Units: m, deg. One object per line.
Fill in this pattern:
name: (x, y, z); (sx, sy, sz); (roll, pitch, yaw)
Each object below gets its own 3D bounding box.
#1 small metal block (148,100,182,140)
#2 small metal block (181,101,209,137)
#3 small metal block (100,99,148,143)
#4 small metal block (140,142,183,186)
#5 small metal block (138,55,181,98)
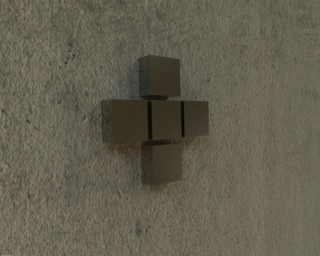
small metal block: (0.001, -0.011, 0.409); (0.050, 0.025, 0.050); (-2, 92, -40)
small metal block: (0.044, -0.013, 0.446); (0.050, 0.025, 0.050); (-2, 92, -40)
small metal block: (-0.042, -0.008, 0.372); (0.050, 0.025, 0.050); (-2, 92, -40)
small metal block: (0.002, 0.046, 0.411); (0.050, 0.025, 0.050); (-3, 92, -40)
small metal block: (0.000, -0.067, 0.408); (0.050, 0.025, 0.050); (-2, 92, -40)
